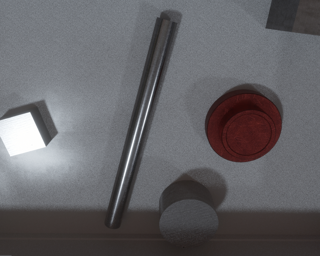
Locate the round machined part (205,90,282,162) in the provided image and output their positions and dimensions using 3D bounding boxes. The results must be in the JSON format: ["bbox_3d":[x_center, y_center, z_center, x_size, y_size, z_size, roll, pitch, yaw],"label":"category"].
[{"bbox_3d":[0.111,0.002,0.405,0.099,0.042,0.097,0,110,-1],"label":"round machined part"}]

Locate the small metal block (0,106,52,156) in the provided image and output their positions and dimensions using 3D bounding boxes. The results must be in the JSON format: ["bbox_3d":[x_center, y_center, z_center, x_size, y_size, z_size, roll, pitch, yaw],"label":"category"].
[{"bbox_3d":[-0.180,0.004,0.410,0.050,0.025,0.050,-15,110,5],"label":"small metal block"}]

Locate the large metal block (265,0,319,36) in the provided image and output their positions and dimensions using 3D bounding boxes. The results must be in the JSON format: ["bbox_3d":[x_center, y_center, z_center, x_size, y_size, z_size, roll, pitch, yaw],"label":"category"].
[{"bbox_3d":[0.173,-0.127,0.338,0.081,0.080,0.050,6,110,-3],"label":"large metal block"}]

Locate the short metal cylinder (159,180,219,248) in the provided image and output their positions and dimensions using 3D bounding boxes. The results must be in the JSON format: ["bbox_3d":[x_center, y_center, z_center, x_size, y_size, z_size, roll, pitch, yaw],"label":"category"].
[{"bbox_3d":[0.039,0.122,0.444,0.081,0.050,0.079,0,110,-1],"label":"short metal cylinder"}]

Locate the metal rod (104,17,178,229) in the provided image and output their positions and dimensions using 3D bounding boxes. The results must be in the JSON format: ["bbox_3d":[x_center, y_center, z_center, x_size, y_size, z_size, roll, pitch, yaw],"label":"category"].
[{"bbox_3d":[-0.031,0.008,0.413,0.025,0.025,0.298,14,109,-6],"label":"metal rod"}]
